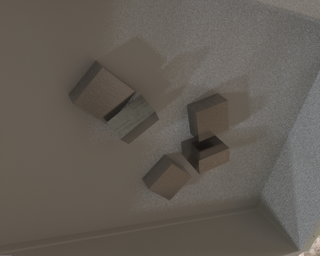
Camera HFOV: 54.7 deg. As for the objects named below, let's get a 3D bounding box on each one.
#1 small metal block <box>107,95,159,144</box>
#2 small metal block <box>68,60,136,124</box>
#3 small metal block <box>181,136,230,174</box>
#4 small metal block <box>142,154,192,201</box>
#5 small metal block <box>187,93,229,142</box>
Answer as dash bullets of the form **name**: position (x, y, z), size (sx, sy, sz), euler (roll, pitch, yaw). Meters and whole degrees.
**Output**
- **small metal block**: position (-0.030, -0.008, 0.371), size (0.050, 0.025, 0.050), euler (-39, 169, -2)
- **small metal block**: position (-0.065, -0.039, 0.350), size (0.050, 0.025, 0.050), euler (-50, 129, 7)
- **small metal block**: position (0.066, 0.035, 0.452), size (0.050, 0.050, 0.025), euler (-20, 126, -17)
- **small metal block**: position (0.011, 0.074, 0.463), size (0.050, 0.025, 0.050), euler (-48, 129, 5)
- **small metal block**: position (0.069, -0.015, 0.439), size (0.050, 0.025, 0.050), euler (-22, 127, -16)
